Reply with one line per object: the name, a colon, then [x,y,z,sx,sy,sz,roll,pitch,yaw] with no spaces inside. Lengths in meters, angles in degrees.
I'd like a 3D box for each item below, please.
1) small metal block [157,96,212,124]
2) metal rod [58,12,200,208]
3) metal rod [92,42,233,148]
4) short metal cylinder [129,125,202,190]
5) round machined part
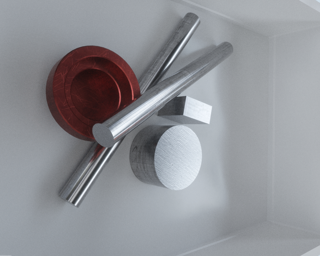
small metal block: [0.034,-0.023,0.421,0.050,0.050,0.025,16,80,-39]
metal rod: [-0.025,-0.039,0.387,0.025,0.025,0.300,47,62,-30]
metal rod: [0.027,-0.060,0.389,0.302,0.025,0.025,-40,116,-47]
short metal cylinder: [0.008,0.036,0.399,0.081,0.050,0.079,0,90,-40]
round machined part: [-0.072,-0.034,0.331,0.099,0.042,0.097,7,79,-38]
